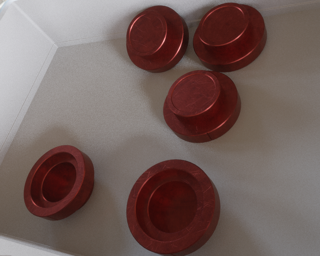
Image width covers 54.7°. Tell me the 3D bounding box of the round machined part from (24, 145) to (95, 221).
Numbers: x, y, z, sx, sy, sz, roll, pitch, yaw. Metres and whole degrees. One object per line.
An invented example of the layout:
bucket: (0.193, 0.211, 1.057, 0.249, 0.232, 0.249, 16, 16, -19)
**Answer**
round machined part: (-0.129, 0.076, 0.416, 0.098, 0.042, 0.098, -13, 56, 21)

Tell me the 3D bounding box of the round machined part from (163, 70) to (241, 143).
round machined part: (0.048, -0.034, 0.390, 0.098, 0.042, 0.098, -13, 56, 21)

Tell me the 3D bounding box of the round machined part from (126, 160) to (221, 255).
round machined part: (0.017, 0.087, 0.333, 0.098, 0.042, 0.098, -13, 56, 21)

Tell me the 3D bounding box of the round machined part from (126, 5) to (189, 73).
round machined part: (-0.010, -0.134, 0.460, 0.098, 0.042, 0.097, -2, 85, 28)

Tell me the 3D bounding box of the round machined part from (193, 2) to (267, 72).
round machined part: (0.090, -0.128, 0.419, 0.098, 0.042, 0.098, -11, 64, 24)
